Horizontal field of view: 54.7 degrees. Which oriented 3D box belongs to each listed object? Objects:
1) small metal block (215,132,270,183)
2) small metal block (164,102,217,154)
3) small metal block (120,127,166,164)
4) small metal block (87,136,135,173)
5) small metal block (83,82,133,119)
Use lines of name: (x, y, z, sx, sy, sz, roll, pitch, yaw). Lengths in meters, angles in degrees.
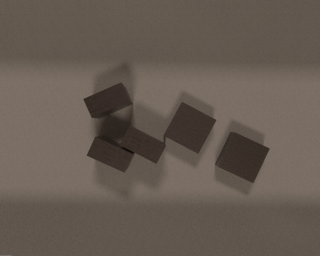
small metal block: (0.109, 0.038, 0.413, 0.050, 0.025, 0.050, 25, 90, -1)
small metal block: (0.039, 0.000, 0.412, 0.050, 0.025, 0.050, 28, 90, -1)
small metal block: (-0.021, 0.021, 0.399, 0.050, 0.050, 0.025, 28, 90, -1)
small metal block: (-0.061, 0.032, 0.398, 0.050, 0.050, 0.025, 24, 90, -1)
small metal block: (-0.065, -0.034, 0.398, 0.050, 0.050, 0.025, -24, 90, 0)
